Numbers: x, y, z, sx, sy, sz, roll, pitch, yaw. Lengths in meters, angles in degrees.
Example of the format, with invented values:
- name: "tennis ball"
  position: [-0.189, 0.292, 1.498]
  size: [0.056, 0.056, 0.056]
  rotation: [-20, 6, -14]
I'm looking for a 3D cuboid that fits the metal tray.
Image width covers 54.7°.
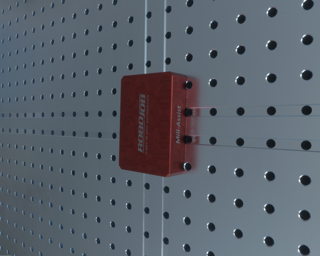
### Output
- name: "metal tray"
  position: [-0.012, -0.006, 0.413]
  size: [0.090, 0.030, 0.129]
  rotation: [3, 92, 39]
